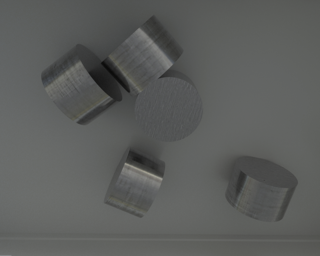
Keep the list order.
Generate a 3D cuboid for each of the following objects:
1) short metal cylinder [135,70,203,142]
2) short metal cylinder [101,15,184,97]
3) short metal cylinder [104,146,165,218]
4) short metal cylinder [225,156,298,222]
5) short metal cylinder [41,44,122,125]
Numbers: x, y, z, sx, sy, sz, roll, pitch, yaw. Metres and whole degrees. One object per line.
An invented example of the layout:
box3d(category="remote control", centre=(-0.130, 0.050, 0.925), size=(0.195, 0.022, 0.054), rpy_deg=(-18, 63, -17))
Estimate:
box3d(category="short metal cylinder", centre=(0.010, -0.029, 0.387), size=(0.081, 0.050, 0.079), rpy_deg=(0, 110, 0))
box3d(category="short metal cylinder", centre=(-0.020, -0.081, 0.352), size=(0.080, 0.080, 0.050), rpy_deg=(-39, 106, 13))
box3d(category="short metal cylinder", centre=(-0.034, 0.070, 0.407), size=(0.050, 0.080, 0.080), rpy_deg=(25, 108, -9))
box3d(category="short metal cylinder", centre=(0.133, 0.079, 0.412), size=(0.081, 0.080, 0.050), rpy_deg=(11, 110, -4))
box3d(category="short metal cylinder", centre=(-0.089, -0.050, 0.363), size=(0.050, 0.080, 0.080), rpy_deg=(-34, 107, 12))
